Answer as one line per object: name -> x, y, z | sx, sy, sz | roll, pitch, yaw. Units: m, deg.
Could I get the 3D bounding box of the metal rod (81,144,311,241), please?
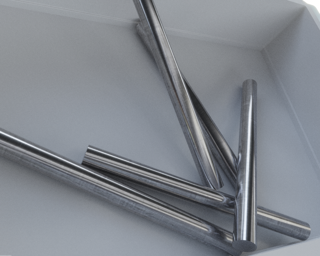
metal rod -> 0.053, 0.083, 0.377 | 0.302, 0.025, 0.025 | 21, 54, -13

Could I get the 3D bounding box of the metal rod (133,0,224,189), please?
metal rod -> 0.017, -0.062, 0.400 | 0.025, 0.025, 0.299 | -21, 90, -36

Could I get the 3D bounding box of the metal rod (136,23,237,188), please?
metal rod -> 0.046, -0.036, 0.454 | 0.025, 0.025, 0.299 | -20, 73, -36

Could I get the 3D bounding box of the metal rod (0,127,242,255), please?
metal rod -> -0.038, 0.075, 0.340 | 0.301, 0.025, 0.025 | 27, 52, -12

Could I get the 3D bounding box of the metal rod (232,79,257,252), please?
metal rod -> 0.122, 0.024, 0.431 | 0.025, 0.025, 0.301 | 29, 43, -10
